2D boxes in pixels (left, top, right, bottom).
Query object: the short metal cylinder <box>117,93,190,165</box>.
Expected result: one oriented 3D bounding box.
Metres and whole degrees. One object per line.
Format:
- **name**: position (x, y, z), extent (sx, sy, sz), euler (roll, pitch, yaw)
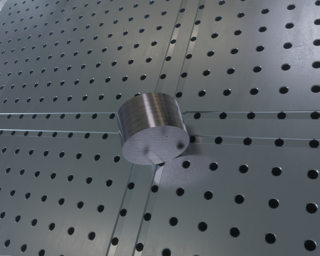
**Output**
- **short metal cylinder**: position (-0.009, 0.003, 0.377), extent (0.080, 0.080, 0.050), euler (-25, 53, 13)
